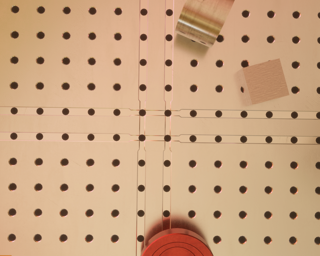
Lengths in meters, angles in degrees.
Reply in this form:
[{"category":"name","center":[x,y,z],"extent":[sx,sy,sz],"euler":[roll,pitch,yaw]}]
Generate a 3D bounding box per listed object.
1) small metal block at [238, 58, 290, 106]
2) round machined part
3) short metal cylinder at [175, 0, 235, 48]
[{"category":"small metal block","center":[0.138,-0.061,0.415],"extent":[0.050,0.025,0.050],"euler":[-15,90,-1]},{"category":"round machined part","center":[0.022,0.179,0.405],"extent":[0.099,0.042,0.097],"euler":[0,90,-1]},{"category":"short metal cylinder","center":[0.058,-0.147,0.387],"extent":[0.050,0.080,0.080],"euler":[24,90,-1]}]
